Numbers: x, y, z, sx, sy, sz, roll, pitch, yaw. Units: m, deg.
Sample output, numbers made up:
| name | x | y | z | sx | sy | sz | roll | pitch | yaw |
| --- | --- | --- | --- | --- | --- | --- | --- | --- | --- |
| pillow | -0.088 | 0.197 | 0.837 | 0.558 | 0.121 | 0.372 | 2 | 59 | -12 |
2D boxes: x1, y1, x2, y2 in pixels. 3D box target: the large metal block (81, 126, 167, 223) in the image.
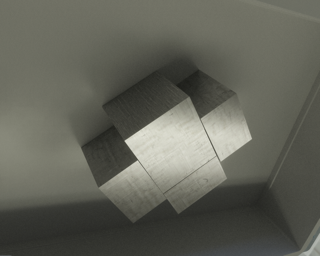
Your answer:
| name | x | y | z | sx | sy | sz | roll | pitch | yaw |
| --- | --- | --- | --- | --- | --- | --- | --- | --- | --- |
| large metal block | -0.045 | 0.056 | 0.383 | 0.050 | 0.080 | 0.080 | -35 | 129 | -5 |

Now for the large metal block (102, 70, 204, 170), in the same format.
| name | x | y | z | sx | sy | sz | roll | pitch | yaw |
| --- | --- | --- | --- | --- | --- | --- | --- | --- | --- |
| large metal block | -0.010 | -0.012 | 0.360 | 0.080 | 0.080 | 0.050 | -35 | 129 | -6 |

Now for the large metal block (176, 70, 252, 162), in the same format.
| name | x | y | z | sx | sy | sz | roll | pitch | yaw |
| --- | --- | --- | --- | --- | --- | --- | --- | --- | --- |
| large metal block | 0.064 | -0.017 | 0.398 | 0.050 | 0.080 | 0.080 | -35 | 129 | -5 |

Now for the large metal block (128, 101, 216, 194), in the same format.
| name | x | y | z | sx | sy | sz | roll | pitch | yaw |
| --- | --- | --- | --- | --- | --- | --- | --- | --- | --- |
| large metal block | 0.010 | 0.021 | 0.392 | 0.080 | 0.080 | 0.050 | -35 | 129 | -6 |

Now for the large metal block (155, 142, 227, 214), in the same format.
| name | x | y | z | sx | sy | sz | roll | pitch | yaw |
| --- | --- | --- | --- | --- | --- | --- | --- | --- | --- |
| large metal block | 0.030 | 0.055 | 0.425 | 0.080 | 0.080 | 0.050 | -35 | 129 | -6 |
